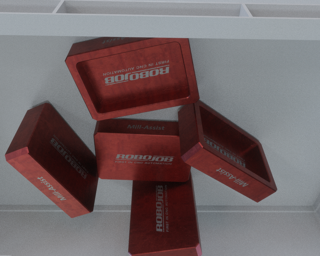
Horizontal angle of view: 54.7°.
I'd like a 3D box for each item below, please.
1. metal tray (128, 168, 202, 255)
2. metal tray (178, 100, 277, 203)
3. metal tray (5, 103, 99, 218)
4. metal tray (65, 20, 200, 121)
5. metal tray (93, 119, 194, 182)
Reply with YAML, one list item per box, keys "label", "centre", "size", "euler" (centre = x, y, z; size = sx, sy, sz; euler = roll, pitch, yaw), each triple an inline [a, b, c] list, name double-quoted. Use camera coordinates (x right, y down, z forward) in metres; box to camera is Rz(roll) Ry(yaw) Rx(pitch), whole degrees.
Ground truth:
- label: "metal tray"
  centre: [0.006, 0.121, 0.439]
  size: [0.090, 0.130, 0.030]
  euler: [-10, 130, 7]
- label: "metal tray"
  centre: [0.083, 0.028, 0.388]
  size: [0.131, 0.090, 0.030]
  euler: [31, 124, -24]
- label: "metal tray"
  centre: [-0.128, 0.043, 0.399]
  size: [0.030, 0.090, 0.130]
  euler: [-20, 128, 14]
- label: "metal tray"
  centre: [-0.027, -0.061, 0.351]
  size: [0.131, 0.030, 0.090]
  euler: [-10, 130, 8]
- label: "metal tray"
  centre: [-0.021, 0.033, 0.430]
  size: [0.131, 0.030, 0.089]
  euler: [2, 130, -3]
